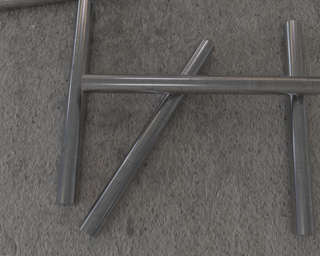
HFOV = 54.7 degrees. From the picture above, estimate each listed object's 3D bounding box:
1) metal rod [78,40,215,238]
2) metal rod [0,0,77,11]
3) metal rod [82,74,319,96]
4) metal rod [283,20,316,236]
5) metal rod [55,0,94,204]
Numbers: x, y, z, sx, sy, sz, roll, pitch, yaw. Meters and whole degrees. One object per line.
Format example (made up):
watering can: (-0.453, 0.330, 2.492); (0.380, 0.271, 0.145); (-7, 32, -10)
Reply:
metal rod: (-0.008, 0.002, 0.407); (0.025, 0.025, 0.300); (29, 72, 10)
metal rod: (-0.163, -0.208, 0.482); (0.302, 0.025, 0.025); (-10, 70, -4)
metal rod: (0.053, -0.056, 0.401); (0.302, 0.025, 0.025); (1, 70, 0)
metal rod: (0.183, -0.014, 0.414); (0.025, 0.025, 0.299); (5, 70, 2)
metal rod: (-0.114, -0.049, 0.424); (0.025, 0.025, 0.299); (0, 70, 0)
